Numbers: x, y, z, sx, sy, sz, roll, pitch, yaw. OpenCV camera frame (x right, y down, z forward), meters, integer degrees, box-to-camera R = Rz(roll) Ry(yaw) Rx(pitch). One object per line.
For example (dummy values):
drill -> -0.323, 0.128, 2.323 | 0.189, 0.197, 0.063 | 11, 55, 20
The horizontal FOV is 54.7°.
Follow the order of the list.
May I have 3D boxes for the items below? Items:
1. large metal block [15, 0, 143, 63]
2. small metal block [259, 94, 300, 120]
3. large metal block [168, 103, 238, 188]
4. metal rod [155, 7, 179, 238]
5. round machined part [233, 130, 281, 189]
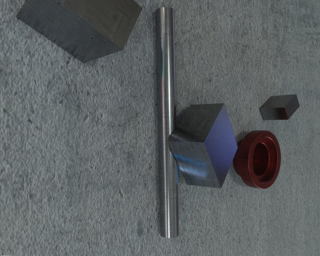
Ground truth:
large metal block -> -0.079, -0.113, 0.302 | 0.080, 0.080, 0.050 | 33, 70, -35
small metal block -> 0.221, -0.038, 0.574 | 0.050, 0.050, 0.025 | -38, 114, -33
large metal block -> 0.062, 0.023, 0.421 | 0.080, 0.050, 0.080 | -56, 133, -41
metal rod -> 0.010, -0.006, 0.412 | 0.025, 0.025, 0.298 | -2, 92, -40
round machined part -> 0.162, 0.053, 0.530 | 0.099, 0.042, 0.097 | 0, 90, -40
